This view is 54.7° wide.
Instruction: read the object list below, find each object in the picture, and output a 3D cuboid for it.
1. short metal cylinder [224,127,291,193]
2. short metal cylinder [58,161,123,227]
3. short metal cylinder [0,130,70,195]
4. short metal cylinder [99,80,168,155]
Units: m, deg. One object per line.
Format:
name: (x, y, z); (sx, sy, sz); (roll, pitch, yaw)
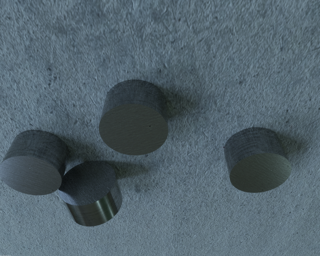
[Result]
short metal cylinder: (0.133, 0.045, 0.430); (0.081, 0.050, 0.079); (0, 130, 0)
short metal cylinder: (-0.099, 0.094, 0.450); (0.080, 0.080, 0.050); (-5, 130, 4)
short metal cylinder: (-0.172, 0.049, 0.431); (0.081, 0.050, 0.079); (0, 130, 0)
short metal cylinder: (-0.031, -0.012, 0.380); (0.081, 0.050, 0.079); (0, 130, 0)
